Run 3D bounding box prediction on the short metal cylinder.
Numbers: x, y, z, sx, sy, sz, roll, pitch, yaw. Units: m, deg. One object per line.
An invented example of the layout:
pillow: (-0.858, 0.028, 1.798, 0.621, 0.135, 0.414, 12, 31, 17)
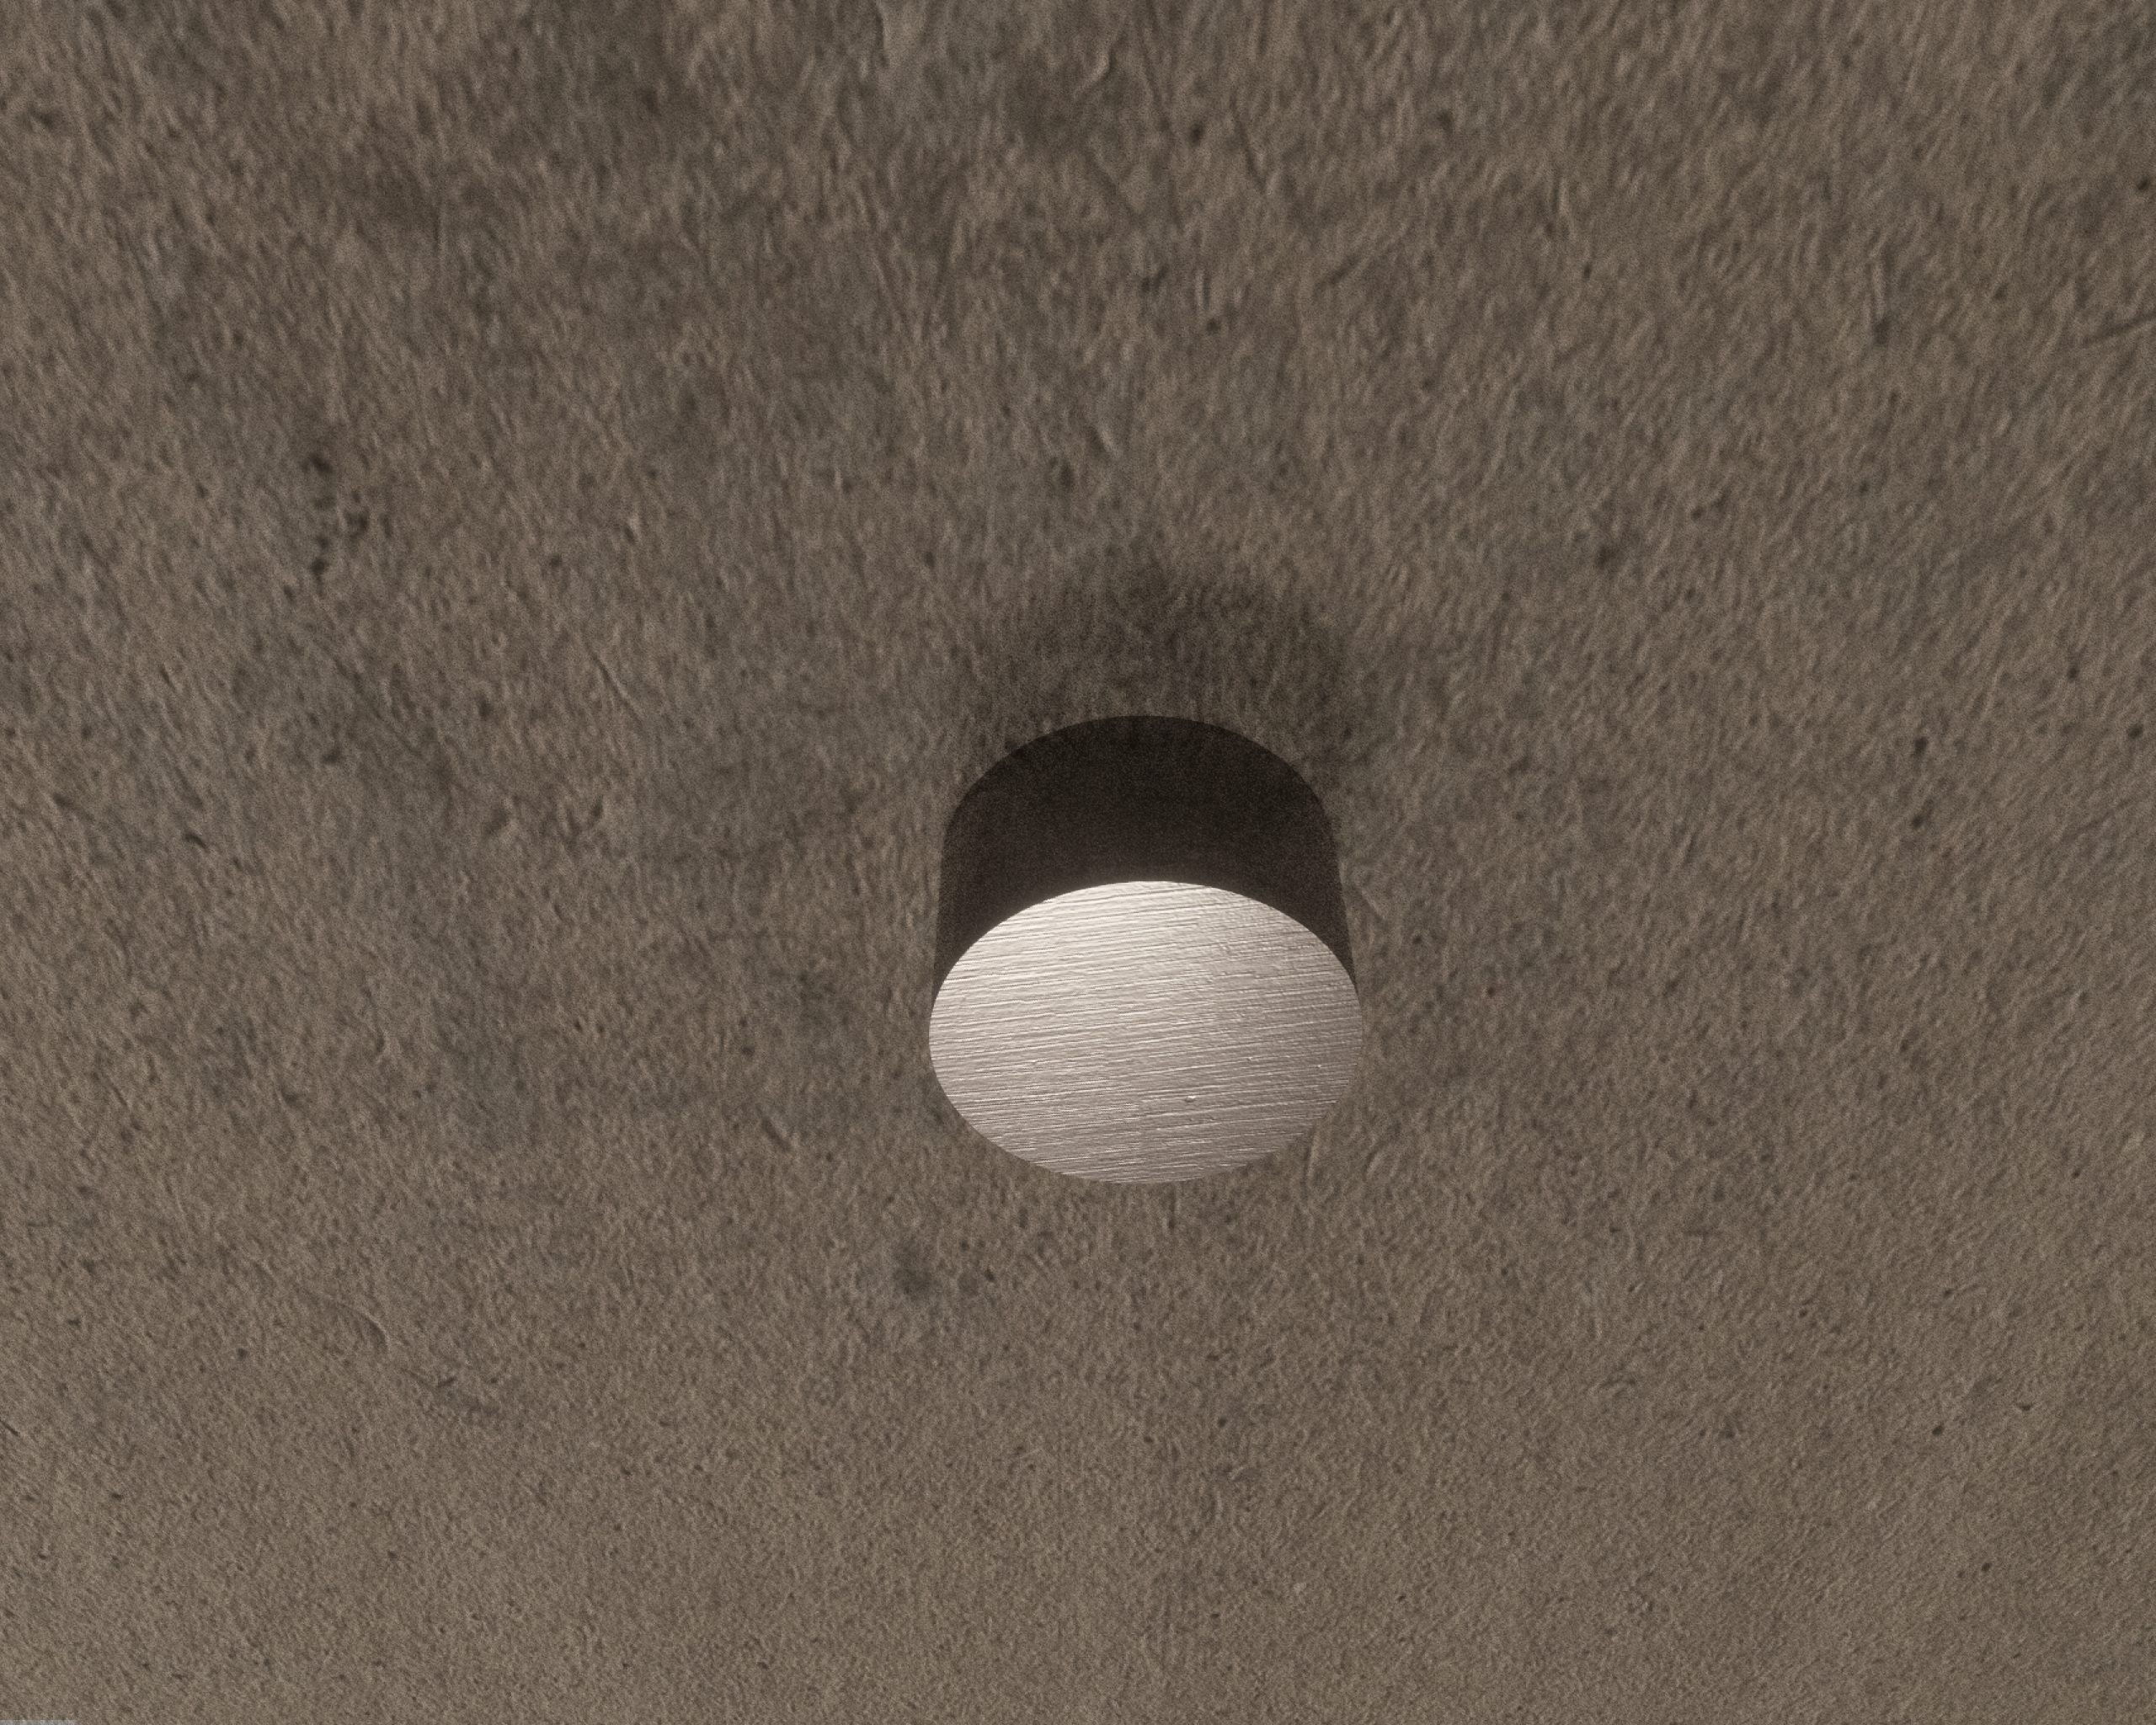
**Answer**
short metal cylinder: (0.013, 0.017, 0.407, 0.081, 0.050, 0.079, 0, 130, 0)
